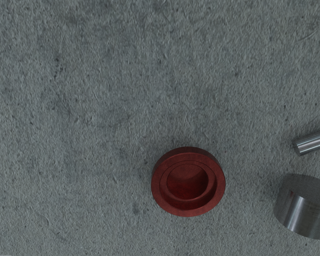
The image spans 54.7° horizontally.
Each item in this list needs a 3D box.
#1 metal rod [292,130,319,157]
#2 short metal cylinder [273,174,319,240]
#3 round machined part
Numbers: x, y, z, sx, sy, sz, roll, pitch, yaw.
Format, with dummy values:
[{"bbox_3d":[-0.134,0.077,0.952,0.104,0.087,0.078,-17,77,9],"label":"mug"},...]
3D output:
[{"bbox_3d":[0.325,-0.025,0.403,0.301,0.025,0.025,-20,109,7],"label":"metal rod"},{"bbox_3d":[0.202,0.104,0.421,0.081,0.080,0.050,8,110,-3],"label":"short metal cylinder"},{"bbox_3d":[0.037,0.070,0.427,0.099,0.042,0.097,0,110,0],"label":"round machined part"}]
